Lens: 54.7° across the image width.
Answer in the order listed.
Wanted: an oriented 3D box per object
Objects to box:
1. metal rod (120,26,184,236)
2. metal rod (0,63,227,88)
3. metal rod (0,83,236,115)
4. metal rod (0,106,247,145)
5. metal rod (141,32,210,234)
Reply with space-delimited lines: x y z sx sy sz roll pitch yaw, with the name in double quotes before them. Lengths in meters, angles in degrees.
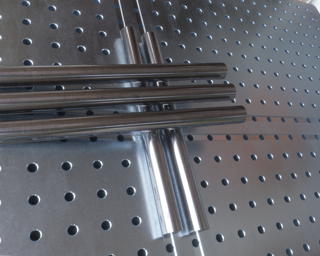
"metal rod" -0.017 -0.014 0.409 0.025 0.025 0.299 1 61 -28
"metal rod" -0.047 -0.070 0.400 0.303 0.025 0.025 -6 65 -22
"metal rod" -0.038 -0.038 0.386 0.303 0.025 0.025 -5 64 -22
"metal rod" -0.029 -0.007 0.371 0.303 0.025 0.025 -5 64 -21
"metal rod" 0.014 -0.011 0.424 0.025 0.025 0.299 1 61 -28
